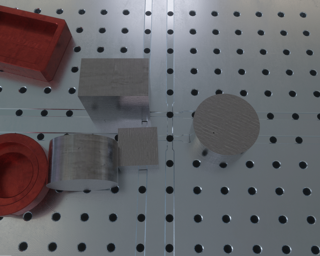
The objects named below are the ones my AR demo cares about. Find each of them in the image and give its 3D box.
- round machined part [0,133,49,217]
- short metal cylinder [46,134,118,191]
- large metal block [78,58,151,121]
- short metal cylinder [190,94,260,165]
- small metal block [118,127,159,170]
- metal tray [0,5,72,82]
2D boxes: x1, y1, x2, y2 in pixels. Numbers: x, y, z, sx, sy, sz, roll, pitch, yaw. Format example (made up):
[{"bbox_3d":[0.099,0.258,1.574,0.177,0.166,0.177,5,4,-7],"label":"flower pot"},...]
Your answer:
[{"bbox_3d":[-0.180,0.059,0.380,0.099,0.042,0.098,0,70,0],"label":"round machined part"},{"bbox_3d":[-0.090,0.043,0.366,0.081,0.080,0.050,-3,70,-1],"label":"short metal cylinder"},{"bbox_3d":[-0.054,-0.047,0.399,0.081,0.080,0.050,0,70,0],"label":"large metal block"},{"bbox_3d":[0.080,0.003,0.398,0.081,0.050,0.080,0,70,0],"label":"short metal cylinder"},{"bbox_3d":[-0.028,0.027,0.402,0.050,0.025,0.050,-2,70,-1],"label":"small metal block"},{"bbox_3d":[-0.209,-0.127,0.453,0.131,0.030,0.090,14,71,5],"label":"metal tray"}]
